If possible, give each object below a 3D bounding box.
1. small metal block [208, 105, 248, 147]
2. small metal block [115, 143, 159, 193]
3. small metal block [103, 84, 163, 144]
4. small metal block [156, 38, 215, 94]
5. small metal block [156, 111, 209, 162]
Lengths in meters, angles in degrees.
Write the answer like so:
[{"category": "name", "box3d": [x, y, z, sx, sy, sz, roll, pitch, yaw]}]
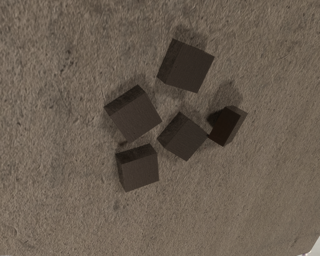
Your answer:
[{"category": "small metal block", "box3d": [0.099, -0.004, 0.445, 0.050, 0.025, 0.050, -12, 132, -63]}, {"category": "small metal block", "box3d": [-0.030, 0.055, 0.426, 0.050, 0.025, 0.050, -17, 125, -19]}, {"category": "small metal block", "box3d": [-0.032, -0.017, 0.380, 0.050, 0.025, 0.050, -35, 129, -6]}, {"category": "small metal block", "box3d": [0.031, -0.075, 0.379, 0.050, 0.025, 0.050, 11, 113, -34]}, {"category": "small metal block", "box3d": [0.033, 0.013, 0.434, 0.050, 0.025, 0.050, 34, 99, -39]}]
